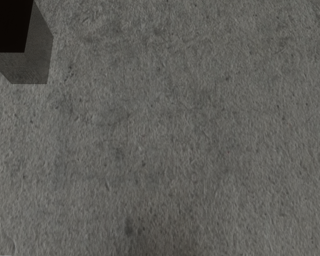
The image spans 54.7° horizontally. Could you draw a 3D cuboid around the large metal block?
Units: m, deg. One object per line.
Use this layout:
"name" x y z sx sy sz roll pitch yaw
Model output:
"large metal block" -0.186 -0.113 0.418 0.050 0.080 0.080 0 70 0
